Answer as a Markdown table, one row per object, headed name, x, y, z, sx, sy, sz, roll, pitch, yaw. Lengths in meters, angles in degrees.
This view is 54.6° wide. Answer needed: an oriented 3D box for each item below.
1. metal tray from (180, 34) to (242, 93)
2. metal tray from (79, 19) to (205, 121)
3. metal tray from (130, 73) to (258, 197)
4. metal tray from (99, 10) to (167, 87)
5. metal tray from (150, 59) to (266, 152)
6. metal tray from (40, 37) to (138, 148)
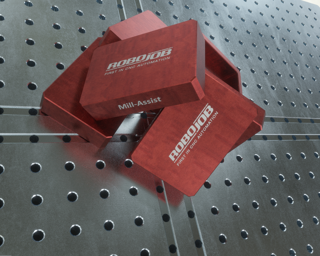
| name | x | y | z | sx | sy | sz | roll | pitch | yaw |
| --- | --- | --- | --- | --- | --- | --- | --- | --- | --- |
| metal tray | 0.076 | -0.080 | 0.463 | 0.130 | 0.030 | 0.090 | 32 | 48 | -36 |
| metal tray | -0.018 | -0.062 | 0.339 | 0.030 | 0.130 | 0.090 | 54 | 33 | -49 |
| metal tray | 0.037 | 0.005 | 0.363 | 0.090 | 0.130 | 0.030 | 34 | 13 | -6 |
| metal tray | -0.016 | -0.116 | 0.443 | 0.090 | 0.030 | 0.131 | 42 | 37 | -4 |
| metal tray | 0.059 | -0.024 | 0.411 | 0.130 | 0.090 | 0.030 | 33 | 51 | -7 |
| metal tray | -0.075 | -0.049 | 0.394 | 0.090 | 0.030 | 0.130 | 34 | 51 | -7 |
